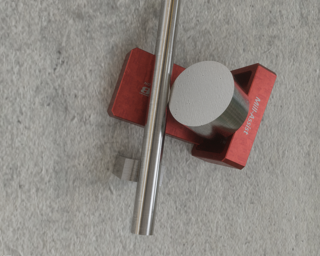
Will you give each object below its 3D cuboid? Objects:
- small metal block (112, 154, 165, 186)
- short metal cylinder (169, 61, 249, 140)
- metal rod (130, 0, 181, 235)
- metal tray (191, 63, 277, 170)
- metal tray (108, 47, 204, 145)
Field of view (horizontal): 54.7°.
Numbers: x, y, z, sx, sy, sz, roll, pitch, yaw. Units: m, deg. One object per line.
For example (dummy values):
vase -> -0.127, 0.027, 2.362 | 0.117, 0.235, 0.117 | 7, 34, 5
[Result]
small metal block -> -0.028, 0.052, 0.387 | 0.050, 0.050, 0.025 | 13, 86, -20
short metal cylinder -> 0.058, -0.031, 0.364 | 0.050, 0.080, 0.080 | 32, 78, -51
metal rod -> -0.002, -0.030, 0.369 | 0.025, 0.025, 0.299 | 12, 77, -20
metal tray -> 0.095, -0.015, 0.412 | 0.030, 0.090, 0.130 | 24, 82, -19
metal tray -> 0.007, -0.039, 0.411 | 0.131, 0.030, 0.090 | 19, 83, -20
